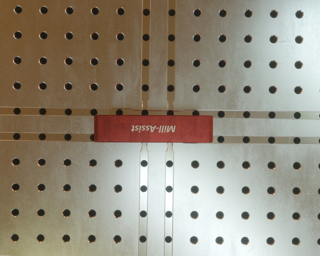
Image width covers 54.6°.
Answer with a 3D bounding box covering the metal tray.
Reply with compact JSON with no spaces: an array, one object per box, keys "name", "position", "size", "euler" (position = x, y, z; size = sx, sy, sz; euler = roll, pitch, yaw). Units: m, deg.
[{"name":"metal tray","position":[-0.007,0.001,0.380],"size":[0.131,0.090,0.030],"euler":[0,90,0]}]
